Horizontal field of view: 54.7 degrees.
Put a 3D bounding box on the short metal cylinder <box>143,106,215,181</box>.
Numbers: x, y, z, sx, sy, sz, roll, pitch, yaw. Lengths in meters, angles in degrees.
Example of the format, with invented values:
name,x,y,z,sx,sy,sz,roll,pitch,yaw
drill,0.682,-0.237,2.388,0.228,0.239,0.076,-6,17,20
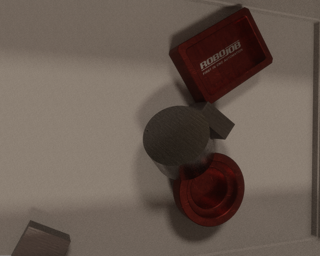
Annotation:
name,x,y,z,sx,sy,sz,roll,pitch,yaw
short metal cylinder,0.025,0.019,0.385,0.080,0.080,0.050,-50,150,-13

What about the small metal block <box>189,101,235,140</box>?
name,x,y,z,sx,sy,sz,roll,pitch,yaw
small metal block,0.065,-0.010,0.422,0.050,0.050,0.025,38,78,-17

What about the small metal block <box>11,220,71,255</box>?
name,x,y,z,sx,sy,sz,roll,pitch,yaw
small metal block,-0.140,0.143,0.359,0.050,0.025,0.050,29,80,-18

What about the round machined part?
name,x,y,z,sx,sy,sz,roll,pitch,yaw
round machined part,0.063,0.081,0.426,0.099,0.042,0.097,0,90,-21

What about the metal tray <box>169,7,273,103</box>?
name,x,y,z,sx,sy,sz,roll,pitch,yaw
metal tray,0.089,-0.102,0.442,0.131,0.030,0.090,-34,101,-17
